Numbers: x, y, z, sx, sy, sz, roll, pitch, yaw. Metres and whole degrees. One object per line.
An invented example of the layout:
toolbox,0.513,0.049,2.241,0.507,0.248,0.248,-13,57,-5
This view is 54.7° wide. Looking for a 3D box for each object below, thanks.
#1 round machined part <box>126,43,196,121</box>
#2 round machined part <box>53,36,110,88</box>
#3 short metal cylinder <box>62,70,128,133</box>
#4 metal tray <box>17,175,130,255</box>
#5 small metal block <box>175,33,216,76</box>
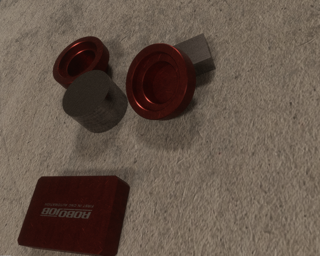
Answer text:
round machined part,0.005,-0.058,0.408,0.098,0.042,0.097,-1,88,36
round machined part,-0.127,-0.103,0.520,0.098,0.042,0.098,-13,56,20
short metal cylinder,-0.096,-0.039,0.460,0.080,0.050,0.080,-13,56,20
metal tray,-0.108,0.108,0.390,0.130,0.030,0.090,-5,59,25
small metal block,0.047,-0.100,0.440,0.050,0.025,0.050,-20,54,16
